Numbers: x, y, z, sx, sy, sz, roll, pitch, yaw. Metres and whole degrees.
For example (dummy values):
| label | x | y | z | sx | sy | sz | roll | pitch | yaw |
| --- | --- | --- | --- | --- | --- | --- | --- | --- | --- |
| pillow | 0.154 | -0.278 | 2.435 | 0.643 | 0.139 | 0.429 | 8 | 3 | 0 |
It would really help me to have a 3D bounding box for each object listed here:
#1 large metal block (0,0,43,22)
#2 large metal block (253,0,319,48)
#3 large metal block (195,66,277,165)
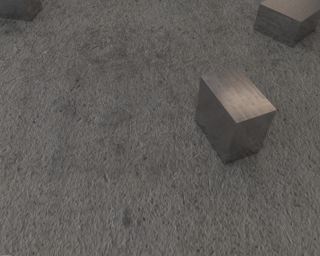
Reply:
| label | x | y | z | sx | sy | sz | roll | pitch | yaw |
| --- | --- | --- | --- | --- | --- | --- | --- | --- | --- |
| large metal block | -0.279 | -0.252 | 0.578 | 0.080 | 0.080 | 0.050 | 10 | 51 | 8 |
| large metal block | 0.230 | -0.198 | 0.555 | 0.080 | 0.050 | 0.080 | -36 | 59 | -26 |
| large metal block | 0.087 | -0.015 | 0.381 | 0.050 | 0.080 | 0.080 | -18 | 52 | -14 |
